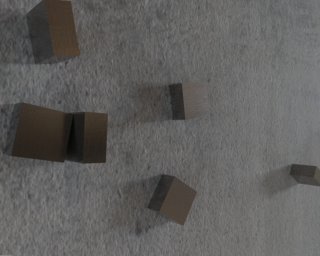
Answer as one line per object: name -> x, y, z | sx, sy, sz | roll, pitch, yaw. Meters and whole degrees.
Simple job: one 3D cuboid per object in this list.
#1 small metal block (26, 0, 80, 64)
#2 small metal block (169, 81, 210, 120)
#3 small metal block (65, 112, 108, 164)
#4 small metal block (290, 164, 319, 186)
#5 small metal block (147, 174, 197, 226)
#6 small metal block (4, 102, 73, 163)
small metal block -> -0.105, -0.091, 0.301 | 0.025, 0.050, 0.050 | -14, 99, -40
small metal block -> 0.043, -0.039, 0.443 | 0.050, 0.025, 0.050 | -10, 97, -40
small metal block -> -0.079, 0.010, 0.323 | 0.025, 0.050, 0.050 | 4, 88, -40
small metal block -> 0.313, 0.100, 0.655 | 0.050, 0.050, 0.025 | 36, 68, -35
small metal block -> 0.018, 0.098, 0.422 | 0.050, 0.025, 0.050 | 39, 66, -33
small metal block -> -0.119, 0.005, 0.306 | 0.050, 0.025, 0.050 | 14, 81, -39
